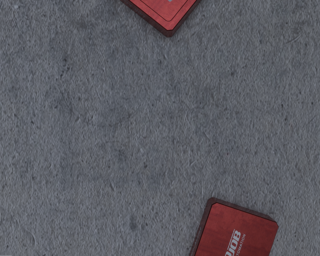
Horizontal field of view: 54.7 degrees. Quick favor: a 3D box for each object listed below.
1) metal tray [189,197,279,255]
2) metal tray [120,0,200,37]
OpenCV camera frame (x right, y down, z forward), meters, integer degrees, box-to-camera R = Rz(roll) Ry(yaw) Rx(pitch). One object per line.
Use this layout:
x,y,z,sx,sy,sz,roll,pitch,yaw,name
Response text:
0.089,0.168,0.408,0.090,0.030,0.129,19,90,0,metal tray
-0.010,-0.195,0.406,0.130,0.030,0.090,39,90,0,metal tray
